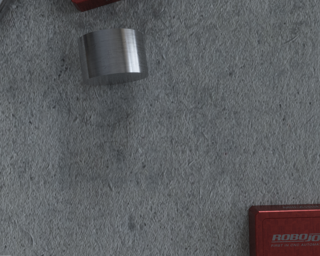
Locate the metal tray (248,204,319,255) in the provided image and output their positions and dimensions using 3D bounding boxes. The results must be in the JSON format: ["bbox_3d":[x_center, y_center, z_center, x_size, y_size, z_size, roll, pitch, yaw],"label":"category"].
[{"bbox_3d":[0.187,0.149,0.410,0.131,0.030,0.089,-1,90,-1],"label":"metal tray"}]

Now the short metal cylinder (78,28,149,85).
[{"bbox_3d":[-0.057,-0.085,0.382,0.081,0.080,0.050,-8,90,0],"label":"short metal cylinder"}]

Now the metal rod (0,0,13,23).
[{"bbox_3d":[-0.159,-0.258,0.407,0.025,0.025,0.299,30,90,-1],"label":"metal rod"}]

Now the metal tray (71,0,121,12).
[{"bbox_3d":[-0.062,-0.218,0.406,0.131,0.030,0.090,-17,90,-1],"label":"metal tray"}]
